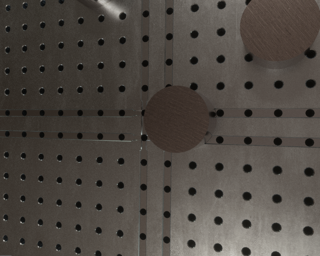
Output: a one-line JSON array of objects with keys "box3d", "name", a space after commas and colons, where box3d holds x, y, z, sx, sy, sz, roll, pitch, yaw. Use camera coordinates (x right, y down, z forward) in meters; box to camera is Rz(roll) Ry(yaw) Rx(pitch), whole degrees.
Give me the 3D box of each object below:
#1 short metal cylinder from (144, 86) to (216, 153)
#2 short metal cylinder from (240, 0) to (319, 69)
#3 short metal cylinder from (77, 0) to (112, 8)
[{"box3d": [0.027, -0.011, 0.389, 0.080, 0.050, 0.079, 0, 90, 19], "name": "short metal cylinder"}, {"box3d": [0.135, -0.111, 0.352, 0.080, 0.050, 0.079, 0, 90, 19], "name": "short metal cylinder"}, {"box3d": [-0.101, -0.217, 0.434, 0.080, 0.050, 0.079, 0, 90, 19], "name": "short metal cylinder"}]
